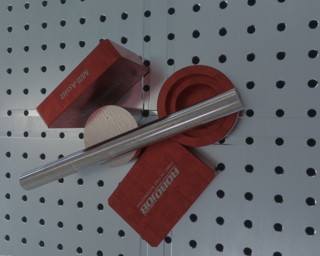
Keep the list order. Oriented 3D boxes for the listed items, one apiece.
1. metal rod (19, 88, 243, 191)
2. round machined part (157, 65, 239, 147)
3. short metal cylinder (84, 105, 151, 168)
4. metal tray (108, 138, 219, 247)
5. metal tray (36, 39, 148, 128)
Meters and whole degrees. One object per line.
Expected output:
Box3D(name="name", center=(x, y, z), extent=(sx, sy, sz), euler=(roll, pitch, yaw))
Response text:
Box3D(name="metal rod", center=(-0.049, 0.021, 0.376), extent=(0.300, 0.025, 0.025), euler=(-22, 83, 18))
Box3D(name="round machined part", center=(0.050, -0.026, 0.386), extent=(0.098, 0.042, 0.097), euler=(0, 90, 19))
Box3D(name="short metal cylinder", center=(-0.054, 0.011, 0.418), extent=(0.080, 0.050, 0.079), euler=(0, 90, 20))
Box3D(name="metal tray", center=(0.002, 0.078, 0.409), extent=(0.090, 0.030, 0.130), euler=(40, 102, 15))
Box3D(name="metal tray", center=(-0.086, -0.051, 0.408), extent=(0.130, 0.090, 0.030), euler=(-41, 77, 15))
